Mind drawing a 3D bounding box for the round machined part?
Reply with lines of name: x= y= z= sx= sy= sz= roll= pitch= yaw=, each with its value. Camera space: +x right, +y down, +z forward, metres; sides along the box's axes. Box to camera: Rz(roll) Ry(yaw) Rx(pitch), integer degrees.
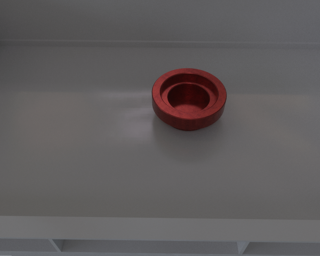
round machined part: x=0.038 y=-0.035 z=0.423 sx=0.099 sy=0.042 sz=0.098 roll=0 pitch=50 yaw=0
